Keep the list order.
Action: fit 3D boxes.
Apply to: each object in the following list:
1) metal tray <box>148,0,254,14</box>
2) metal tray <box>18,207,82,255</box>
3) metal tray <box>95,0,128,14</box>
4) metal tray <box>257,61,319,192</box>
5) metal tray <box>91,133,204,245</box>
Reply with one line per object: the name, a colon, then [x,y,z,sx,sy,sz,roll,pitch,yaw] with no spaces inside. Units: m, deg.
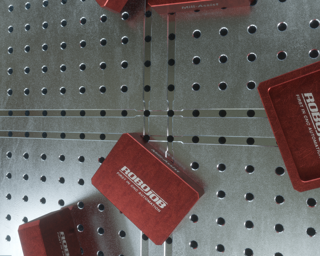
metal tray: [0.051,-0.199,0.392,0.130,0.030,0.090,2,91,20]
metal tray: [-0.141,0.184,0.426,0.030,0.090,0.129,-18,84,8]
metal tray: [-0.053,-0.232,0.407,0.129,0.030,0.090,-49,64,25]
metal tray: [0.175,-0.003,0.348,0.090,0.030,0.129,-20,83,19]
metal tray: [-0.019,0.078,0.417,0.130,0.030,0.090,39,102,15]
